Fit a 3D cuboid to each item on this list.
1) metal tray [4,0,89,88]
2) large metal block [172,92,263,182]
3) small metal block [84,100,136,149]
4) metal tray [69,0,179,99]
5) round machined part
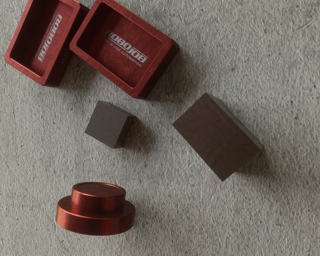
[{"bbox_3d":[-0.170,-0.138,0.465,0.090,0.030,0.129,31,100,17],"label":"metal tray"},{"bbox_3d":[0.069,0.009,0.355,0.050,0.080,0.080,-44,76,15],"label":"large metal block"},{"bbox_3d":[-0.070,-0.005,0.434,0.050,0.025,0.050,27,99,17],"label":"small metal block"},{"bbox_3d":[-0.051,-0.111,0.424,0.130,0.030,0.090,38,102,16],"label":"metal tray"},{"bbox_3d":[-0.080,0.098,0.398,0.098,0.098,0.042,9,93,19],"label":"round machined part"}]
